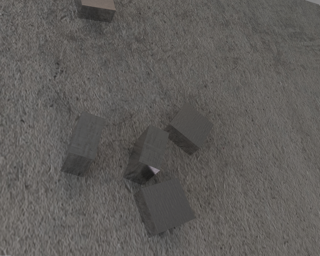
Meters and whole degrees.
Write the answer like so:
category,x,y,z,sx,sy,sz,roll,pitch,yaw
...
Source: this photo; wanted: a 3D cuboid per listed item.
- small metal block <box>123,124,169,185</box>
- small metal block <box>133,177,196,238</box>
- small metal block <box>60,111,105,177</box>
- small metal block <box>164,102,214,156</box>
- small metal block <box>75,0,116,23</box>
category,x,y,z,sx,sy,sz,roll,pitch,yaw
small metal block,-0.016,0.032,0.359,0.025,0.050,0.050,25,53,-13
small metal block,0.004,0.089,0.351,0.050,0.025,0.050,-11,67,-33
small metal block,-0.083,0.018,0.332,0.025,0.050,0.050,20,54,-17
small metal block,0.039,0.001,0.424,0.050,0.025,0.050,39,51,-2
small metal block,-0.099,-0.189,0.466,0.050,0.025,0.050,-2,63,-29
